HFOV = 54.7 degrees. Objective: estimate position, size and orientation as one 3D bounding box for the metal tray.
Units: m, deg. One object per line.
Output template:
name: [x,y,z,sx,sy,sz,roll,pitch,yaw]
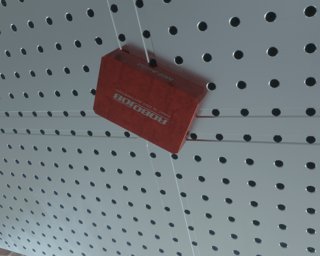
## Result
metal tray: [-0.018,-0.033,0.395,0.130,0.030,0.089,27,128,10]
